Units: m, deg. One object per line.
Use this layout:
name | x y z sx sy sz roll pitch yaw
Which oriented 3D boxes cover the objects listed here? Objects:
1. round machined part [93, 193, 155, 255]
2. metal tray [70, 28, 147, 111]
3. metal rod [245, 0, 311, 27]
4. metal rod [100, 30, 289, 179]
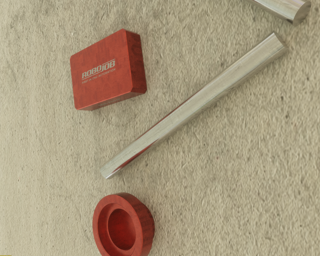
round machined part | -0.046 0.138 0.430 0.098 0.042 0.097 0 90 39
metal tray | -0.082 -0.082 0.467 0.130 0.030 0.089 -12 82 39
metal rod | 0.042 -0.199 0.368 0.300 0.025 0.025 45 117 30
metal rod | 0.020 -0.010 0.386 0.299 0.025 0.025 -37 67 33
